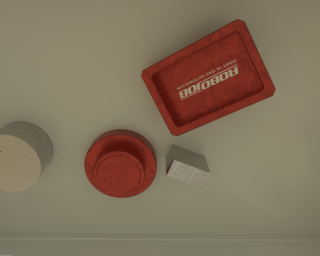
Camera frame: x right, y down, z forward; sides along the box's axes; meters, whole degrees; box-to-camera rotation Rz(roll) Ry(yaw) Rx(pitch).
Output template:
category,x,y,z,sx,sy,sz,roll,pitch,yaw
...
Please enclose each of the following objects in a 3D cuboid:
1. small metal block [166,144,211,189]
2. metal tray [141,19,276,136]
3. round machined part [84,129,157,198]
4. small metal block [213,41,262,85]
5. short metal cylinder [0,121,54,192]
category,x,y,z,sx,sy,sz,roll,pitch,yaw
small metal block,0.036,0.051,0.417,0.050,0.050,0.025,21,109,-8
metal tray,0.055,-0.056,0.364,0.130,0.030,0.090,-24,98,22
round machined part,-0.054,0.054,0.422,0.099,0.042,0.097,0,110,-1
small metal block,0.090,-0.079,0.383,0.050,0.025,0.050,10,110,-5
short metal cylinder,-0.189,0.037,0.409,0.081,0.050,0.079,0,110,-1
